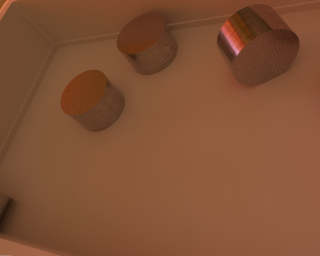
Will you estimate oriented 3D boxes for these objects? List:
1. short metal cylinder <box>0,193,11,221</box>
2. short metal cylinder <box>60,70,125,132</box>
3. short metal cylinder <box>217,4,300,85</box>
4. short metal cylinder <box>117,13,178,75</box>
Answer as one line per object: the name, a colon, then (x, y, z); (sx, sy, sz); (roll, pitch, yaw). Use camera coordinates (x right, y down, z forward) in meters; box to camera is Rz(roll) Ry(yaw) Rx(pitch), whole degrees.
short metal cylinder: (-0.265, 0.110, 0.442); (0.080, 0.080, 0.050); (4, 64, 30)
short metal cylinder: (-0.101, -0.041, 0.468); (0.080, 0.050, 0.080); (-13, 56, 21)
short metal cylinder: (0.115, -0.098, 0.370); (0.080, 0.080, 0.050); (-27, 53, 12)
short metal cylinder: (-0.019, -0.129, 0.479); (0.080, 0.050, 0.080); (-13, 56, 21)
